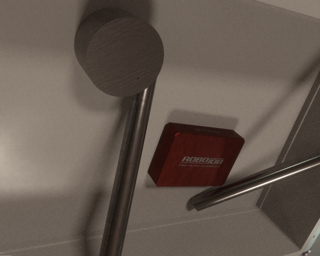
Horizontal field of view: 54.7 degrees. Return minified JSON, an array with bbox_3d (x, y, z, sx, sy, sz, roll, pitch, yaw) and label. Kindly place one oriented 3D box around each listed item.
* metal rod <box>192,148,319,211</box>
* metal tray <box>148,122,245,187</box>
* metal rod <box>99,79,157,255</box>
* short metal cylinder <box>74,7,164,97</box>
[{"bbox_3d":[0.188,0.067,0.478,0.300,0.025,0.025,-26,133,19],"label":"metal rod"},{"bbox_3d":[0.056,0.043,0.465,0.131,0.030,0.089,6,115,-32],"label":"metal tray"},{"bbox_3d":[-0.044,0.082,0.358,0.025,0.025,0.298,13,87,-34],"label":"metal rod"},{"bbox_3d":[-0.043,-0.079,0.321,0.081,0.050,0.079,-14,124,-21],"label":"short metal cylinder"}]
